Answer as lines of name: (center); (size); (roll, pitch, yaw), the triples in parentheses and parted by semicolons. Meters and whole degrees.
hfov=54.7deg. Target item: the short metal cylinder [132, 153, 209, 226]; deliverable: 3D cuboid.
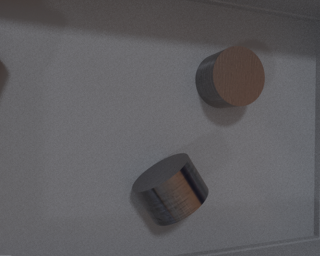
short metal cylinder: (0.013, 0.075, 0.386); (0.080, 0.080, 0.050); (-34, 101, -17)

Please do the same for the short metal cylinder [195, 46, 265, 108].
short metal cylinder: (0.097, -0.069, 0.433); (0.081, 0.050, 0.080); (0, 90, -20)
